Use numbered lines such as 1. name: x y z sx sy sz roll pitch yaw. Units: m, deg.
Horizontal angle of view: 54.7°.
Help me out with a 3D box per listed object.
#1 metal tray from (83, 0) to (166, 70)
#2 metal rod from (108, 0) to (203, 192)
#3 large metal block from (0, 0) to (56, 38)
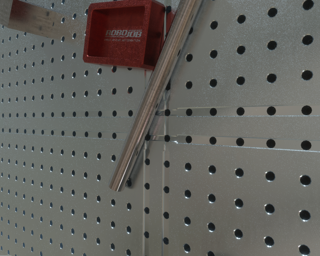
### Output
1. metal tray: -0.056 -0.135 0.450 0.130 0.030 0.089 14 99 38
2. metal rod: -0.009 -0.043 0.415 0.025 0.025 0.298 36 112 34
3. large metal block: -0.258 -0.213 0.583 0.080 0.081 0.050 31 109 35
